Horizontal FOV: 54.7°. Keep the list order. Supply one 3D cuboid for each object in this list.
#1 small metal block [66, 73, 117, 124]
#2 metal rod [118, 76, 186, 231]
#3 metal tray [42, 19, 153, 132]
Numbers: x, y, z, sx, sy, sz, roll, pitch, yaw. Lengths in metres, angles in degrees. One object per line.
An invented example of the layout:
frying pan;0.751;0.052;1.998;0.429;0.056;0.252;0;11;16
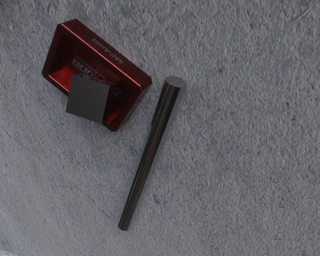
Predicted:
small metal block;-0.088;-0.039;0.397;0.050;0.025;0.050;18;106;8
metal rod;-0.022;0.057;0.451;0.025;0.025;0.298;28;128;10
metal tray;-0.085;-0.066;0.405;0.130;0.030;0.089;39;129;1
